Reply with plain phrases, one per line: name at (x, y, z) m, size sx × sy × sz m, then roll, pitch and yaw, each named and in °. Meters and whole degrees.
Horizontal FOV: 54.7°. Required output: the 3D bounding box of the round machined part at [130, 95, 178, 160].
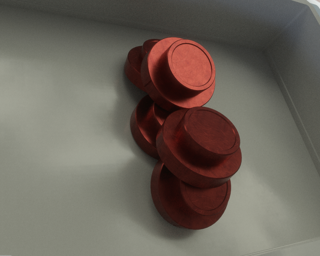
round machined part at (0.014, -0.008, 0.405) m, size 0.099 × 0.042 × 0.098 m, roll 14°, pitch 55°, yaw -20°

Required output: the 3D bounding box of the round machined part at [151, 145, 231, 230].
round machined part at (0.042, 0.066, 0.357) m, size 0.099 × 0.042 × 0.098 m, roll 8°, pitch 73°, yaw -26°

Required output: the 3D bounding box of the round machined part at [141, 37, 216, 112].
round machined part at (0.029, -0.070, 0.385) m, size 0.099 × 0.042 × 0.098 m, roll 9°, pitch 70°, yaw -26°

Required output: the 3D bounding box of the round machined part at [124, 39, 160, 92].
round machined part at (0.003, -0.089, 0.434) m, size 0.099 × 0.042 × 0.098 m, roll 15°, pitch 40°, yaw -13°

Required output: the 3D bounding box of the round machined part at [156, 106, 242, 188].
round machined part at (0.049, 0.014, 0.345) m, size 0.099 × 0.042 × 0.098 m, roll 15°, pitch 45°, yaw -16°
